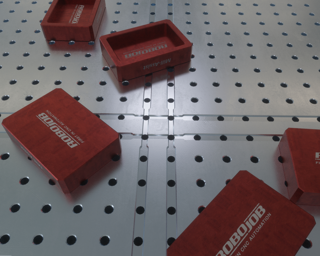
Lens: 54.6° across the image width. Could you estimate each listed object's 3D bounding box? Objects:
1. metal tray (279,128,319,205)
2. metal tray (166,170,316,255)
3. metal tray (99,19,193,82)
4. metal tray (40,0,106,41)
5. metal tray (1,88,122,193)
[{"bbox_3d":[0.217,0.046,0.367,0.131,0.030,0.090,4,50,3],"label":"metal tray"},{"bbox_3d":[0.081,0.113,0.310,0.090,0.030,0.131,36,59,26],"label":"metal tray"},{"bbox_3d":[-0.024,-0.132,0.515,0.131,0.030,0.090,-20,53,-16],"label":"metal tray"},{"bbox_3d":[-0.159,-0.215,0.583,0.090,0.030,0.130,2,50,2],"label":"metal tray"},{"bbox_3d":[-0.125,0.010,0.396,0.130,0.030,0.090,36,58,26],"label":"metal tray"}]
